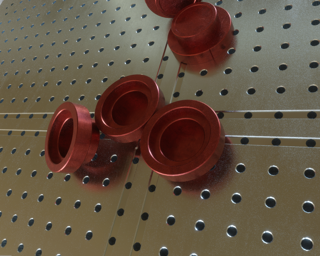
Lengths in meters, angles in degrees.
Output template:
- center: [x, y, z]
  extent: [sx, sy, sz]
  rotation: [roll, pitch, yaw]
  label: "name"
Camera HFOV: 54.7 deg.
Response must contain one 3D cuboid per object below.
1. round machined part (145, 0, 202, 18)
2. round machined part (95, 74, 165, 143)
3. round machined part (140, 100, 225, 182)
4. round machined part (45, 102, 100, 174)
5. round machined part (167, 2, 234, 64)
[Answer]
- center: [0.023, -0.211, 0.478]
  extent: [0.098, 0.098, 0.042]
  rotation: [-22, 54, 15]
  label: "round machined part"
- center: [-0.037, -0.023, 0.429]
  extent: [0.098, 0.042, 0.098]
  rotation: [-13, 56, 20]
  label: "round machined part"
- center: [0.030, 0.018, 0.370]
  extent: [0.098, 0.042, 0.098]
  rotation: [-13, 56, 20]
  label: "round machined part"
- center: [-0.120, 0.015, 0.433]
  extent: [0.098, 0.042, 0.098]
  rotation: [-17, 67, 45]
  label: "round machined part"
- center: [0.056, -0.146, 0.457]
  extent: [0.098, 0.042, 0.098]
  rotation: [-13, 56, 20]
  label: "round machined part"
